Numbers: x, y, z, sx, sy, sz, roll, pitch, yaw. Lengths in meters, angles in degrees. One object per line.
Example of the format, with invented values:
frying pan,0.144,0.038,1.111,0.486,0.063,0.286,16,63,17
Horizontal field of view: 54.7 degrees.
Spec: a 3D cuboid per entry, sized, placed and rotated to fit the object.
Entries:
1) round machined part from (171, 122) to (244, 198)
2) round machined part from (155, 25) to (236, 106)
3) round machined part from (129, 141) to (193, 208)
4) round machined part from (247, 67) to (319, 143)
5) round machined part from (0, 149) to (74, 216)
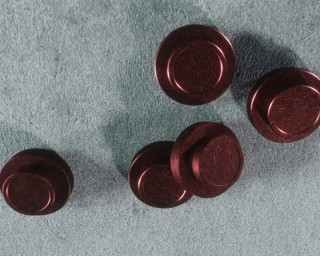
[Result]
round machined part,0.066,0.041,0.393,0.099,0.042,0.097,-2,94,-27
round machined part,0.043,-0.073,0.374,0.099,0.042,0.097,0,110,0
round machined part,0.006,0.071,0.427,0.099,0.042,0.097,0,110,0
round machined part,0.165,-0.025,0.393,0.099,0.042,0.097,0,110,0
round machined part,-0.174,0.081,0.429,0.099,0.042,0.097,0,110,0
